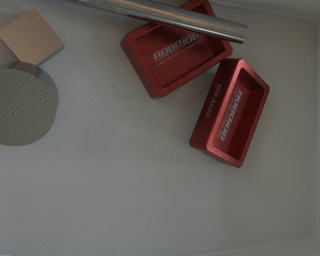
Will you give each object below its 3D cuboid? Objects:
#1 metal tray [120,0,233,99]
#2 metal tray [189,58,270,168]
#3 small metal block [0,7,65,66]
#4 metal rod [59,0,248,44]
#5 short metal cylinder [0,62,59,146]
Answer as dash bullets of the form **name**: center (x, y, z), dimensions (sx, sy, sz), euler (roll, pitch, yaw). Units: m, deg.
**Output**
- **metal tray**: center (0.025, -0.109, 0.417), dimensions (0.131, 0.030, 0.090), euler (-33, 101, -17)
- **metal tray**: center (0.100, -0.019, 0.429), dimensions (0.090, 0.030, 0.130), euler (29, 80, -40)
- **small metal block**: center (-0.147, -0.100, 0.356), dimensions (0.050, 0.025, 0.050), euler (-42, 104, -15)
- **metal rod**: center (-0.039, -0.147, 0.371), dimensions (0.302, 0.025, 0.025), euler (10, 87, -11)
- **short metal cylinder**: center (-0.151, -0.027, 0.329), dimensions (0.081, 0.050, 0.079), euler (-5, 111, -13)
